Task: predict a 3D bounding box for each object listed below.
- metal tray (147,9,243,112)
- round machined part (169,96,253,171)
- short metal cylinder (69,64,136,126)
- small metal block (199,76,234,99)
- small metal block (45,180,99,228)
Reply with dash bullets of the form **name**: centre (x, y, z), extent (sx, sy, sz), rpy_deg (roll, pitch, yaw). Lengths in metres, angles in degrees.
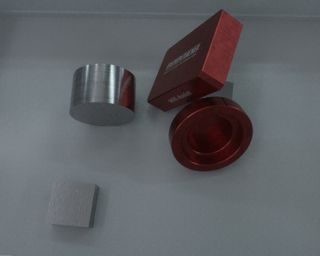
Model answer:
- **metal tray**: centre (0.038, -0.076, 0.383), extent (0.030, 0.130, 0.090), rpy_deg (28, 70, -21)
- **round machined part**: centre (0.059, 0.003, 0.380), extent (0.099, 0.097, 0.042), rpy_deg (-10, 36, -4)
- **short metal cylinder**: centre (-0.071, -0.039, 0.394), extent (0.081, 0.080, 0.050), rpy_deg (0, 70, -1)
- **small metal block**: centre (0.069, -0.040, 0.418), extent (0.050, 0.025, 0.050), rpy_deg (13, 52, 4)
- **small metal block**: centre (-0.105, 0.092, 0.375), extent (0.050, 0.025, 0.050), rpy_deg (5, 70, 1)
